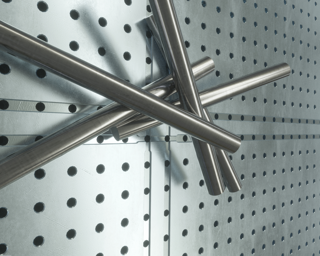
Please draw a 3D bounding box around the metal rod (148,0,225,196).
[{"bbox_3d":[0.034,-0.040,0.376,0.025,0.025,0.299,-37,120,-34],"label":"metal rod"}]

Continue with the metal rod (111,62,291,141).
[{"bbox_3d":[0.073,-0.045,0.431,0.302,0.025,0.025,-21,104,-26],"label":"metal rod"}]

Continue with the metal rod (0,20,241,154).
[{"bbox_3d":[-0.035,-0.036,0.330,0.302,0.025,0.025,24,75,-22],"label":"metal rod"}]

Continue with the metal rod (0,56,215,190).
[{"bbox_3d":[-0.046,-0.018,0.351,0.302,0.025,0.025,-31,110,-30],"label":"metal rod"}]

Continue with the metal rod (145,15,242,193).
[{"bbox_3d":[0.057,-0.025,0.455,0.025,0.025,0.299,-42,116,-32],"label":"metal rod"}]
